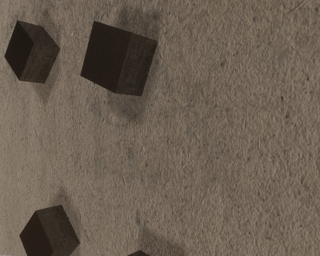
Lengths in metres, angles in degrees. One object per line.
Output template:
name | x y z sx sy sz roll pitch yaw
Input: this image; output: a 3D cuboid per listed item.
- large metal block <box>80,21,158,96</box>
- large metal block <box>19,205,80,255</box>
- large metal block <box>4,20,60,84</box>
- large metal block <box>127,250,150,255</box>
large metal block | -0.059 -0.097 0.435 0.080 0.050 0.079 29 108 36
large metal block | -0.197 0.197 0.547 0.080 0.050 0.080 -51 60 27
large metal block | -0.243 -0.142 0.585 0.080 0.050 0.080 49 119 28
large metal block | -0.020 0.221 0.403 0.080 0.050 0.079 13 98 39
